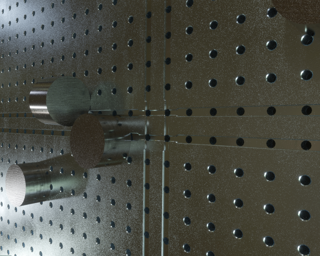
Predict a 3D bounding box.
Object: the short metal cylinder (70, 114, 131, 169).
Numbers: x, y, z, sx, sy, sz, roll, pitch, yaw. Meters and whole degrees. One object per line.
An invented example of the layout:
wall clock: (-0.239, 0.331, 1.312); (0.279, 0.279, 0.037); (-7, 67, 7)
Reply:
short metal cylinder: (-0.090, 0.019, 0.465); (0.080, 0.050, 0.079); (0, 90, 39)

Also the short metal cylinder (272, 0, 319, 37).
short metal cylinder: (0.146, -0.125, 0.272); (0.080, 0.050, 0.079); (0, 90, 39)

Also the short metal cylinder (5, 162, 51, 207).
short metal cylinder: (-0.256, 0.108, 0.600); (0.080, 0.050, 0.079); (0, 90, 39)

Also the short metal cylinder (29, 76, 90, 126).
short metal cylinder: (-0.162, -0.044, 0.504); (0.050, 0.081, 0.079); (5, 93, 39)
